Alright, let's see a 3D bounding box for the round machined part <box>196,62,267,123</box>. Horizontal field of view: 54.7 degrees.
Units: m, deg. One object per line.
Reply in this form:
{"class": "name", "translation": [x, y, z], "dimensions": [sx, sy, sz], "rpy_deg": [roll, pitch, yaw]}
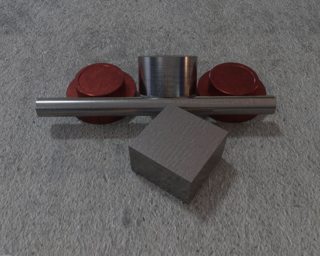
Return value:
{"class": "round machined part", "translation": [0.102, -0.056, 0.442], "dimensions": [0.099, 0.042, 0.098], "rpy_deg": [0, 50, 0]}

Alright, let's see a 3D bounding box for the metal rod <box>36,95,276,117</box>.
{"class": "metal rod", "translation": [-0.004, -0.028, 0.401], "dimensions": [0.302, 0.025, 0.025], "rpy_deg": [-1, 50, -1]}

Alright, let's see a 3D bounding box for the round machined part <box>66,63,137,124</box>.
{"class": "round machined part", "translation": [-0.083, -0.055, 0.438], "dimensions": [0.099, 0.042, 0.098], "rpy_deg": [0, 50, 0]}

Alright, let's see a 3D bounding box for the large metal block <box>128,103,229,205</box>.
{"class": "large metal block", "translation": [0.022, 0.028, 0.363], "dimensions": [0.080, 0.050, 0.080], "rpy_deg": [28, 56, 22]}

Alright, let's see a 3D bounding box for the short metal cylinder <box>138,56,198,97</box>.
{"class": "short metal cylinder", "translation": [0.011, -0.073, 0.426], "dimensions": [0.080, 0.050, 0.080], "rpy_deg": [0, 15, 0]}
